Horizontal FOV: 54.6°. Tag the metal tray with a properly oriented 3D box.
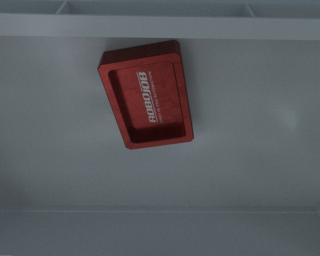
[{"bbox_3d":[-0.012,-0.034,0.376,0.090,0.030,0.129,-8,130,7],"label":"metal tray"}]
